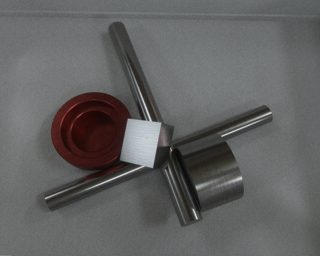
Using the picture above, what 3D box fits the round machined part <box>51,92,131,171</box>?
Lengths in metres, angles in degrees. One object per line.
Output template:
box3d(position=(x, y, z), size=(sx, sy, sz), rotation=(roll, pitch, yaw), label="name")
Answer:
box3d(position=(-0.083, 0.007, 0.396), size=(0.099, 0.042, 0.098), rotation=(0, 70, -1), label="round machined part")

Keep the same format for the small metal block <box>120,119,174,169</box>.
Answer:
box3d(position=(-0.015, 0.018, 0.358), size=(0.050, 0.025, 0.050), rotation=(8, 85, 37), label="small metal block")

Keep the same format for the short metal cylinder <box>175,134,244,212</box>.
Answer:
box3d(position=(0.055, 0.052, 0.361), size=(0.050, 0.080, 0.080), rotation=(-19, 71, -7), label="short metal cylinder")

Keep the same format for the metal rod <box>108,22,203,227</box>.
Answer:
box3d(position=(-0.015, -0.024, 0.398), size=(0.025, 0.025, 0.299), rotation=(-18, 64, -7), label="metal rod")

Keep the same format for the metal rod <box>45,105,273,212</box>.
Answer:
box3d(position=(0.005, 0.035, 0.395), size=(0.302, 0.025, 0.025), rotation=(-21, 72, -8), label="metal rod")
